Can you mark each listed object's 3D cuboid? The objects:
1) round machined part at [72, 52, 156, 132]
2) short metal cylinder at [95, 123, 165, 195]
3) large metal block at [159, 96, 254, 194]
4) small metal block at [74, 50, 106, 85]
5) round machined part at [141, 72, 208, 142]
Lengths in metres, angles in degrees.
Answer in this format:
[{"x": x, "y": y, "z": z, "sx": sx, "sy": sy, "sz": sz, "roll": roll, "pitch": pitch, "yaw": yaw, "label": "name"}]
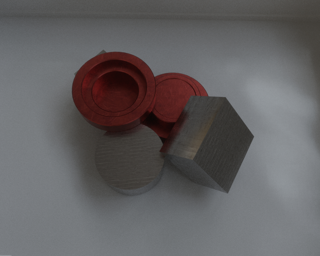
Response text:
[{"x": -0.054, "y": -0.041, "z": 0.382, "sx": 0.099, "sy": 0.042, "sz": 0.098, "roll": 0, "pitch": 70, "yaw": -1, "label": "round machined part"}, {"x": -0.035, "y": 0.039, "z": 0.380, "sx": 0.081, "sy": 0.050, "sz": 0.080, "roll": 0, "pitch": 70, "yaw": 0, "label": "short metal cylinder"}, {"x": 0.058, "y": 0.019, "z": 0.365, "sx": 0.050, "sy": 0.080, "sz": 0.080, "roll": 9, "pitch": 63, "yaw": 47, "label": "large metal block"}, {"x": -0.082, "y": -0.069, "z": 0.418, "sx": 0.025, "sy": 0.050, "sz": 0.050, "roll": 42, "pitch": 76, "yaw": 13, "label": "small metal block"}, {"x": 0.018, "y": -0.031, "z": 0.409, "sx": 0.099, "sy": 0.042, "sz": 0.098, "roll": 0, "pitch": 70, "yaw": -1, "label": "round machined part"}]
